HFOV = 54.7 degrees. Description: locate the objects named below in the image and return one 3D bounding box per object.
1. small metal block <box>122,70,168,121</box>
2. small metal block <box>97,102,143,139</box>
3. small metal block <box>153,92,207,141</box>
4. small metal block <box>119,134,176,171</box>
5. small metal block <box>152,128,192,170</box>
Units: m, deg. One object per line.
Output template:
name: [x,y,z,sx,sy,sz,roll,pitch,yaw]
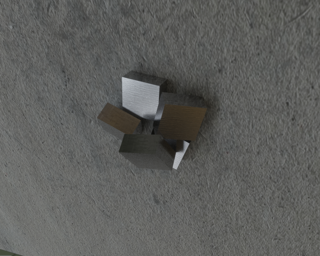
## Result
small metal block: [-0.019,-0.041,0.392,0.050,0.025,0.050,16,125,18]
small metal block: [-0.052,-0.004,0.417,0.050,0.025,0.050,29,164,8]
small metal block: [0.023,-0.013,0.373,0.050,0.025,0.050,5,128,-15]
small metal block: [-0.015,0.030,0.386,0.050,0.025,0.050,0,151,28]
small metal block: [0.013,0.020,0.413,0.050,0.025,0.050,29,128,9]
